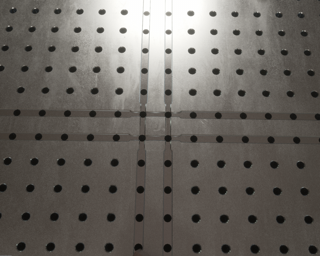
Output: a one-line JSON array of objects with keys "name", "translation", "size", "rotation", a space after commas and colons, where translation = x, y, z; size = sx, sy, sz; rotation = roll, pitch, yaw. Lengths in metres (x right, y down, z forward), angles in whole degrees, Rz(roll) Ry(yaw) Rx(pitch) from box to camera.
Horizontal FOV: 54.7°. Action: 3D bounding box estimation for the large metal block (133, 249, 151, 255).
[{"name": "large metal block", "translation": [-0.004, 0.171, 0.320], "size": [0.080, 0.080, 0.050], "rotation": [32, 73, 10]}]
